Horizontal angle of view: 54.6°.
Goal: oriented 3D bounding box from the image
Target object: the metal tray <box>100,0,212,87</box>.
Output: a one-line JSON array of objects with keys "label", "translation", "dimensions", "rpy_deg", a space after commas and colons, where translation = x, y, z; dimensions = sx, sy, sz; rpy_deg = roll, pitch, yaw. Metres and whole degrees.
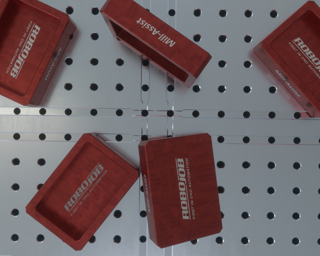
[{"label": "metal tray", "translation": [-0.004, -0.104, 0.380], "dimensions": [0.130, 0.090, 0.030], "rpy_deg": [35, 90, 0]}]

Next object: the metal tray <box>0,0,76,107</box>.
[{"label": "metal tray", "translation": [-0.182, -0.104, 0.409], "dimensions": [0.090, 0.030, 0.130], "rpy_deg": [25, 90, 0]}]

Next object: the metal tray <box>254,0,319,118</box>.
[{"label": "metal tray", "translation": [0.203, -0.089, 0.411], "dimensions": [0.090, 0.030, 0.130], "rpy_deg": [-41, 90, 0]}]

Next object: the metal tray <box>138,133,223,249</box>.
[{"label": "metal tray", "translation": [0.026, 0.076, 0.396], "dimensions": [0.091, 0.030, 0.129], "rpy_deg": [-7, 90, -20]}]

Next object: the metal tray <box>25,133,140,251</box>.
[{"label": "metal tray", "translation": [-0.099, 0.082, 0.410], "dimensions": [0.090, 0.030, 0.130], "rpy_deg": [38, 90, 0]}]
